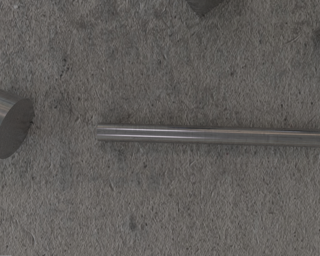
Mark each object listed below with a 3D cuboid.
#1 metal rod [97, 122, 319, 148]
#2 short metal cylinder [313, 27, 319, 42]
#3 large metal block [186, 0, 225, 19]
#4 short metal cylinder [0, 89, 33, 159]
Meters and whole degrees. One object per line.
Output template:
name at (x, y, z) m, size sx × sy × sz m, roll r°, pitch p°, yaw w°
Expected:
metal rod at (0.070, 0.010, 0.410) m, size 0.302 × 0.025 × 0.025 m, roll 2°, pitch 90°, yaw -1°
short metal cylinder at (0.243, -0.126, 0.385) m, size 0.080 × 0.080 × 0.050 m, roll -37°, pitch 90°, yaw 0°
large metal block at (0.071, -0.193, 0.383) m, size 0.080 × 0.080 × 0.050 m, roll -37°, pitch 90°, yaw 0°
short metal cylinder at (-0.201, -0.008, 0.381) m, size 0.050 × 0.080 × 0.080 m, roll 20°, pitch 90°, yaw 0°
